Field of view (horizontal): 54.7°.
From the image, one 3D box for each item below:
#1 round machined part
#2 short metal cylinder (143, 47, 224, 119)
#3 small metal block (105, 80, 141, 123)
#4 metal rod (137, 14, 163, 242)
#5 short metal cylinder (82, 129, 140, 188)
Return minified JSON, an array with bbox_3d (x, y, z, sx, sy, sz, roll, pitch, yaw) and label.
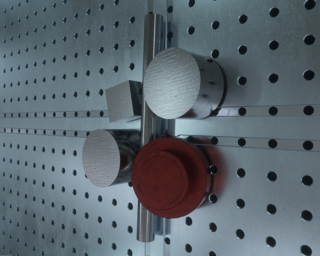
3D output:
[{"bbox_3d":[0.008,0.060,0.371,0.098,0.042,0.097,0,89,24],"label":"round machined part"},{"bbox_3d":[0.027,-0.050,0.365,0.080,0.050,0.079,0,90,40],"label":"short metal cylinder"},{"bbox_3d":[-0.050,-0.037,0.445,0.050,0.025,0.050,-14,81,39],"label":"small metal block"},{"bbox_3d":[-0.014,0.001,0.415,0.025,0.025,0.298,4,92,40],"label":"metal rod"},{"bbox_3d":[-0.066,0.041,0.442,0.080,0.050,0.079,0,90,40],"label":"short metal cylinder"}]
